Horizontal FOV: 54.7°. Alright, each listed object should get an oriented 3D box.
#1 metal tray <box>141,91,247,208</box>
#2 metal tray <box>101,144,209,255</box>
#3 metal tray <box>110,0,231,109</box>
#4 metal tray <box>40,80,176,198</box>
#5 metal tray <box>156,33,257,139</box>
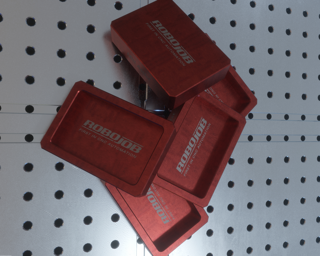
[{"bbox_3d":[0.044,0.024,0.396,0.090,0.030,0.130,30,80,-18],"label":"metal tray"},{"bbox_3d":[-0.005,0.095,0.409,0.090,0.030,0.130,-34,102,-17],"label":"metal tray"},{"bbox_3d":[0.011,-0.096,0.382,0.091,0.030,0.130,-32,71,-18],"label":"metal tray"},{"bbox_3d":[-0.058,0.011,0.357,0.130,0.030,0.090,25,80,12],"label":"metal tray"},{"bbox_3d":[0.066,-0.054,0.435,0.090,0.030,0.130,-45,105,-15],"label":"metal tray"}]
